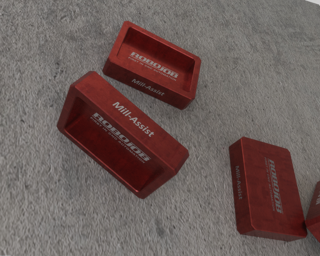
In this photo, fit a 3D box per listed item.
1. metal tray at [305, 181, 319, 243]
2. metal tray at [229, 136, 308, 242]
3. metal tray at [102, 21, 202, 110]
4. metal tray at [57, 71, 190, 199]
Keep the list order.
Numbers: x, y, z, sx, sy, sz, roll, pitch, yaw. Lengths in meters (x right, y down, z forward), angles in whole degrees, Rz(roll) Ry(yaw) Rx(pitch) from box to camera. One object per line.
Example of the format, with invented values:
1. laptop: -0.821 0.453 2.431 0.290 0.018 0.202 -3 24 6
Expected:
1. metal tray: 0.257 0.132 0.437 0.090 0.030 0.131 51 37 8
2. metal tray: 0.146 0.083 0.429 0.091 0.030 0.130 15 56 -20
3. metal tray: -0.007 -0.091 0.451 0.131 0.030 0.090 24 53 -14
4. metal tray: -0.044 0.012 0.330 0.130 0.090 0.030 40 51 -1
